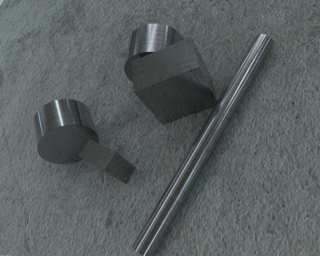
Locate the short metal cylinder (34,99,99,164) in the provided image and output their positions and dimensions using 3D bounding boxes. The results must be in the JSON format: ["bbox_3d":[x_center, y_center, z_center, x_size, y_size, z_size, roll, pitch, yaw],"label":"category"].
[{"bbox_3d":[-0.132,0.006,0.434,0.080,0.080,0.050,-32,52,7],"label":"short metal cylinder"}]

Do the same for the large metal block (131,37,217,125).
[{"bbox_3d":[0.020,-0.056,0.392,0.080,0.080,0.050,-19,55,17],"label":"large metal block"}]

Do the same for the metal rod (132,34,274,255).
[{"bbox_3d":[0.058,0.010,0.366,0.025,0.025,0.300,22,73,36],"label":"metal rod"}]

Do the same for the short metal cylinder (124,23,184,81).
[{"bbox_3d":[-0.006,-0.097,0.431,0.080,0.080,0.050,-9,58,24],"label":"short metal cylinder"}]

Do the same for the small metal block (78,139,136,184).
[{"bbox_3d":[-0.067,0.043,0.397,0.050,0.050,0.025,21,73,36],"label":"small metal block"}]
